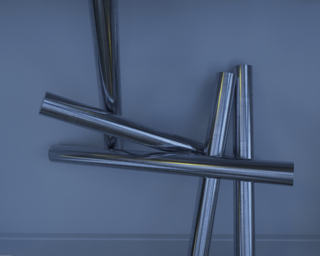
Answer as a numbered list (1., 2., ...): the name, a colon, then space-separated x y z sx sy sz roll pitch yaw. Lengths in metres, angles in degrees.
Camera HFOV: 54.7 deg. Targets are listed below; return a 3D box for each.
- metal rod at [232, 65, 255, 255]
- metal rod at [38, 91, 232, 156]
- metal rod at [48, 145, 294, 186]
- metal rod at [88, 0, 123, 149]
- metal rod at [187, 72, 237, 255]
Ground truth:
1. metal rod: 0.102 0.073 0.375 0.025 0.025 0.298 1 86 -1
2. metal rod: 0.012 0.018 0.374 0.302 0.025 0.025 18 110 -25
3. metal rod: -0.005 0.041 0.368 0.301 0.025 0.025 2 112 22
4. metal rod: -0.052 -0.064 0.310 0.025 0.025 0.298 4 140 -2
5. metal rod: 0.056 0.083 0.368 0.025 0.025 0.298 9 88 -4
